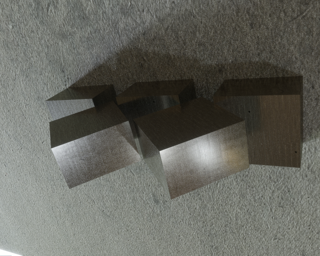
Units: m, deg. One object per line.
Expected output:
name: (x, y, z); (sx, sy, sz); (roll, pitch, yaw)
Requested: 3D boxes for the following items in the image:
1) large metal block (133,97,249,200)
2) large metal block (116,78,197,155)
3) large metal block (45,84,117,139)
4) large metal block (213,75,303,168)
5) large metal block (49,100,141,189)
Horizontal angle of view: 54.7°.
large metal block: (0.028, 0.014, 0.304); (0.080, 0.081, 0.050); (-135, 29, -61)
large metal block: (0.002, -0.013, 0.382); (0.080, 0.050, 0.079); (1, 119, 27)
large metal block: (-0.100, -0.013, 0.435); (0.080, 0.050, 0.080); (0, 119, 27)
large metal block: (0.108, -0.008, 0.331); (0.080, 0.050, 0.079); (2, 119, 27)
large metal block: (-0.077, 0.014, 0.356); (0.081, 0.080, 0.050); (-21, 116, -13)
